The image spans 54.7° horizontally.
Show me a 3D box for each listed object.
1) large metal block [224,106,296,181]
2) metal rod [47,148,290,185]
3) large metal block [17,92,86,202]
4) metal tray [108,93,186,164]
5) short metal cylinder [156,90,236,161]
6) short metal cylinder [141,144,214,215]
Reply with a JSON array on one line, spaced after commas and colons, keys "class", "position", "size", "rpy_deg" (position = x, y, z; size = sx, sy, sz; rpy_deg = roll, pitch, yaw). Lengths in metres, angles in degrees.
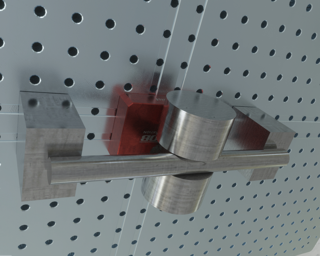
[{"class": "large metal block", "position": [0.140, 0.022, 0.464], "size": [0.050, 0.080, 0.079], "rpy_deg": [1, 118, -29]}, {"class": "metal rod", "position": [0.034, 0.039, 0.349], "size": [0.303, 0.025, 0.025], "rpy_deg": [0, 118, -29]}, {"class": "large metal block", "position": [-0.117, 0.016, 0.320], "size": [0.050, 0.080, 0.079], "rpy_deg": [1, 118, -29]}, {"class": "metal tray", "position": [0.005, 0.004, 0.413], "size": [0.131, 0.030, 0.089], "rpy_deg": [1, 118, -29]}, {"class": "short metal cylinder", "position": [0.040, -0.005, 0.356], "size": [0.081, 0.080, 0.050], "rpy_deg": [1, 118, -29]}, {"class": "short metal cylinder", "position": [0.021, 0.061, 0.386], "size": [0.081, 0.080, 0.050], "rpy_deg": [1, 118, -29]}]
